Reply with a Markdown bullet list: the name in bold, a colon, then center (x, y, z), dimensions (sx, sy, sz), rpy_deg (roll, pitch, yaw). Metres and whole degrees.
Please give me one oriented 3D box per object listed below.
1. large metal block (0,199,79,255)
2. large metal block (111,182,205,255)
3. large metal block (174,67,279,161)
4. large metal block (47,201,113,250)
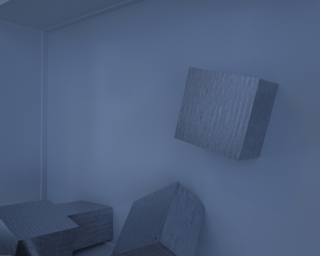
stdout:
- **large metal block**: center (-0.167, 0.139, 0.404), dimensions (0.080, 0.081, 0.050), rpy_deg (23, 102, 38)
- **large metal block**: center (0.000, 0.121, 0.363), dimensions (0.080, 0.080, 0.050), rpy_deg (-32, 112, 35)
- **large metal block**: center (0.070, -0.017, 0.333), dimensions (0.080, 0.050, 0.079), rpy_deg (19, 102, 38)
- **large metal block**: center (-0.131, 0.147, 0.478), dimensions (0.080, 0.081, 0.050), rpy_deg (-1, 86, 40)
